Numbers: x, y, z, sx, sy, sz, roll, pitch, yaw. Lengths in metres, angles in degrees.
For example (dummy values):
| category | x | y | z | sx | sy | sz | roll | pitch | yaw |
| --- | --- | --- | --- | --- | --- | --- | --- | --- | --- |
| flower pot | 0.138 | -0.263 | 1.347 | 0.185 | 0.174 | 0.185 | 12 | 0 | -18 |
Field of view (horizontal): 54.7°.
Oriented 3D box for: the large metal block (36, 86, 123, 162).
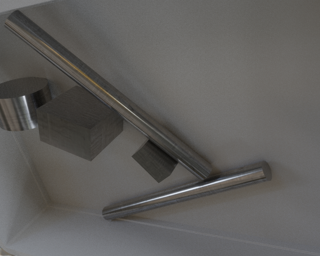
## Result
| category | x | y | z | sx | sy | sz | roll | pitch | yaw |
| --- | --- | --- | --- | --- | --- | --- | --- | --- | --- |
| large metal block | -0.105 | -0.010 | 0.420 | 0.080 | 0.080 | 0.050 | 19 | 126 | 16 |

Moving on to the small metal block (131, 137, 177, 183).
| category | x | y | z | sx | sy | sz | roll | pitch | yaw |
| --- | --- | --- | --- | --- | --- | --- | --- | --- | --- |
| small metal block | -0.002 | 0.036 | 0.415 | 0.050 | 0.050 | 0.025 | 45 | 129 | -4 |

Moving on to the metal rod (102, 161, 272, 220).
| category | x | y | z | sx | sy | sz | roll | pitch | yaw |
| --- | --- | --- | --- | --- | --- | --- | --- | --- | --- |
| metal rod | 0.018 | 0.101 | 0.460 | 0.299 | 0.025 | 0.025 | -24 | 106 | 36 |

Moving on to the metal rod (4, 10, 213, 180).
| category | x | y | z | sx | sy | sz | roll | pitch | yaw |
| --- | --- | --- | --- | --- | --- | --- | --- | --- | --- |
| metal rod | -0.054 | -0.033 | 0.383 | 0.301 | 0.025 | 0.025 | 39 | 130 | -11 |

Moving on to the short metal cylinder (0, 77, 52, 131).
| category | x | y | z | sx | sy | sz | roll | pitch | yaw |
| --- | --- | --- | --- | --- | --- | --- | --- | --- | --- |
| short metal cylinder | -0.200 | -0.037 | 0.453 | 0.080 | 0.080 | 0.050 | 9 | 122 | 23 |
